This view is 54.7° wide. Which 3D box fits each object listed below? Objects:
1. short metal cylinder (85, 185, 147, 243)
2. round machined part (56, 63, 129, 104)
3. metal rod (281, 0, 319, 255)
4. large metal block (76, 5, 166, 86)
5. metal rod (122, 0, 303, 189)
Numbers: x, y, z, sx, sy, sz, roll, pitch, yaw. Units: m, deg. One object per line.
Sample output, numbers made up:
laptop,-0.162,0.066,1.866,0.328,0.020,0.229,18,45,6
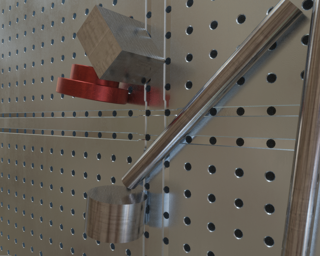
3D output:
short metal cylinder,-0.060,0.114,0.421,0.080,0.081,0.050,11,97,39
round machined part,-0.092,-0.063,0.436,0.098,0.099,0.042,16,98,38
metal rod,0.142,0.009,0.291,0.025,0.025,0.298,9,96,39
large metal block,-0.052,-0.107,0.414,0.050,0.081,0.080,-44,64,31
metal rod,0.043,-0.021,0.372,0.299,0.025,0.025,-49,62,28
